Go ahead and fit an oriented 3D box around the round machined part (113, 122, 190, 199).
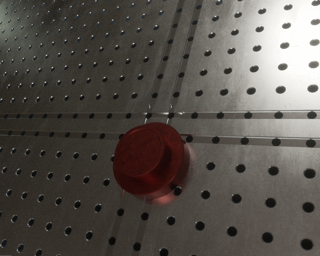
[{"bbox_3d":[-0.017,0.035,0.384,0.098,0.042,0.098,-13,57,21],"label":"round machined part"}]
